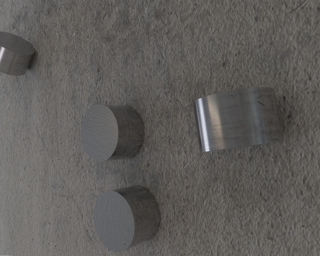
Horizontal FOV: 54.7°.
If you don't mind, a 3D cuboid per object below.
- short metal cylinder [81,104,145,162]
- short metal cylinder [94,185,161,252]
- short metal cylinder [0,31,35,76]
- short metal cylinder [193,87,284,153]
[{"bbox_3d":[-0.069,0.007,0.446,0.080,0.050,0.080,0,90,40],"label":"short metal cylinder"},{"bbox_3d":[-0.046,0.122,0.427,0.080,0.050,0.080,0,90,40],"label":"short metal cylinder"},{"bbox_3d":[-0.298,-0.148,0.616,0.080,0.081,0.050,49,119,29],"label":"short metal cylinder"},{"bbox_3d":[0.076,-0.006,0.307,0.080,0.081,0.050,-12,82,39],"label":"short metal cylinder"}]
